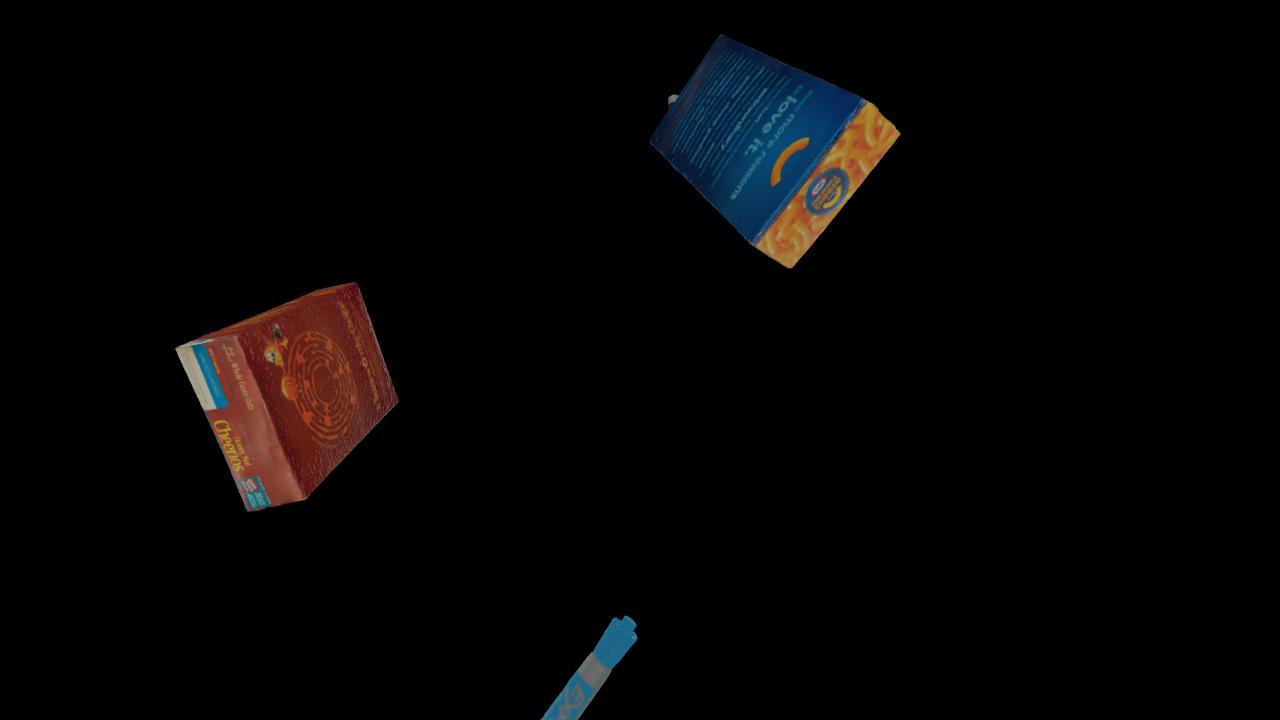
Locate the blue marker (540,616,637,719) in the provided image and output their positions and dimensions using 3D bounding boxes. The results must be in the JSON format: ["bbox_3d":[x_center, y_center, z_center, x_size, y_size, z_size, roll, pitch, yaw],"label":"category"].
[{"bbox_3d":[-0.041,0.206,0.367,0.020,0.121,0.020,37,-4,3],"label":"blue marker"}]

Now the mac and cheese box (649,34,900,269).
[{"bbox_3d":[0.072,-0.143,0.397,0.041,0.093,0.184,24,25,-34],"label":"mac and cheese box"}]

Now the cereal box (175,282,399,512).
[{"bbox_3d":[-0.433,0.028,0.805,0.081,0.203,0.306,-11,18,3],"label":"cereal box"}]

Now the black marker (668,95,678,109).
[{"bbox_3d":[0.052,-0.341,0.911,0.020,0.121,0.020,0,-23,0],"label":"black marker"}]
